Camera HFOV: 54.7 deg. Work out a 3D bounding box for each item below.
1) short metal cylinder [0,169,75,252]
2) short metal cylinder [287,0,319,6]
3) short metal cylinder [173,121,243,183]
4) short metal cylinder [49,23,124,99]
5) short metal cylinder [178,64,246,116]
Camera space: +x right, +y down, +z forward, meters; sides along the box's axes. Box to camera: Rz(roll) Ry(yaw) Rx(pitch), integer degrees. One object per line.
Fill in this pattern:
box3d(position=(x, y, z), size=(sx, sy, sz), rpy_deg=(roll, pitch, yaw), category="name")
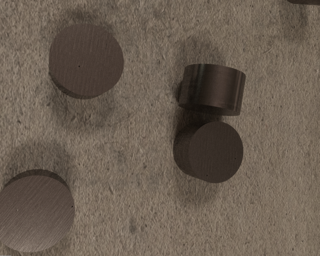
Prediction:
box3d(position=(-0.139, 0.089, 0.345), size=(0.081, 0.050, 0.079), rpy_deg=(0, 90, -21), category="short metal cylinder")
box3d(position=(0.232, -0.229, 0.467), size=(0.050, 0.080, 0.079), rpy_deg=(-5, 92, -20), category="short metal cylinder")
box3d(position=(0.065, 0.031, 0.421), size=(0.081, 0.050, 0.079), rpy_deg=(0, 90, -20), category="short metal cylinder")
box3d(position=(-0.088, -0.075, 0.364), size=(0.081, 0.050, 0.079), rpy_deg=(0, 90, -21), category="short metal cylinder")
box3d(position=(0.068, -0.048, 0.406), size=(0.081, 0.080, 0.050), rpy_deg=(11, 86, -20), category="short metal cylinder")
